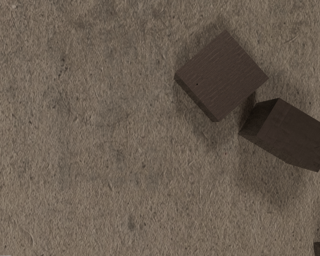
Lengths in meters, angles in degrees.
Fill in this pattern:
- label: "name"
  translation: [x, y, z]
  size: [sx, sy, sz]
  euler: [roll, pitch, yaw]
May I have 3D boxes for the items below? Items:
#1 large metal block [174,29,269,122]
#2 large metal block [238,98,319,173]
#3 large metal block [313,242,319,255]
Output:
- label: "large metal block"
  translation: [0.075, -0.064, 0.398]
  size: [0.080, 0.050, 0.080]
  euler: [-41, 91, 0]
- label: "large metal block"
  translation: [0.154, 0.008, 0.385]
  size: [0.080, 0.080, 0.050]
  euler: [31, 90, -1]
- label: "large metal block"
  translation: [0.241, 0.194, 0.386]
  size: [0.050, 0.080, 0.079]
  euler: [-7, 90, 0]
